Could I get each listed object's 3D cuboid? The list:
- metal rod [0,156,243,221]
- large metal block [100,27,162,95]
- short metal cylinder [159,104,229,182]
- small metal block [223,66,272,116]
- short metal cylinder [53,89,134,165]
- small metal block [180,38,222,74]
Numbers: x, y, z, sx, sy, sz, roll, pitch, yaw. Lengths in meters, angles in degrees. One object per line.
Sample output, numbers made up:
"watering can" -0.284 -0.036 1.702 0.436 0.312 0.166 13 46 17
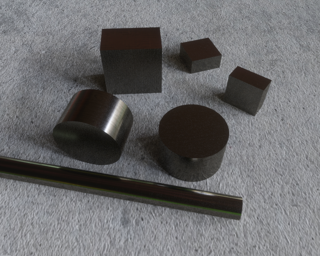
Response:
"metal rod" -0.062 0.064 0.348 0.302 0.025 0.025 9 51 6
"large metal block" -0.039 -0.095 0.447 0.081 0.080 0.050 -3 50 -3
"short metal cylinder" 0.039 0.017 0.373 0.081 0.050 0.080 0 50 0
"small metal block" 0.120 -0.051 0.432 0.050 0.050 0.025 30 56 22
"short metal cylinder" -0.077 0.000 0.366 0.080 0.080 0.050 10 51 8
"small metal block" 0.065 -0.118 0.504 0.050 0.025 0.050 -14 52 -12
